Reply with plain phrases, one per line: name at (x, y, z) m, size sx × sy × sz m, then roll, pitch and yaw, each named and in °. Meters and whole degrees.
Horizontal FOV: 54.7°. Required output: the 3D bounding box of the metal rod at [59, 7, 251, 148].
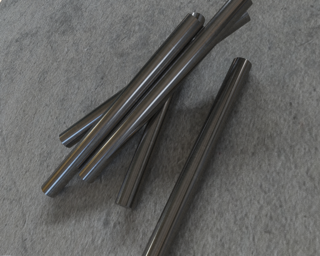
metal rod at (-0.015, -0.063, 0.419) m, size 0.300 × 0.025 × 0.025 m, roll -34°, pitch 51°, yaw 12°

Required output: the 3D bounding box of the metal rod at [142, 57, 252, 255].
metal rod at (0.040, 0.045, 0.354) m, size 0.025 × 0.025 × 0.300 m, roll 15°, pitch 69°, yaw 34°

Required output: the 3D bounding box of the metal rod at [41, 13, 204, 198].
metal rod at (-0.055, -0.022, 0.403) m, size 0.299 × 0.025 × 0.025 m, roll -48°, pitch 51°, yaw 10°

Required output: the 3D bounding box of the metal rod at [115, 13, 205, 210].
metal rod at (0.008, -0.037, 0.421) m, size 0.025 × 0.025 × 0.300 m, roll 7°, pitch 65°, yaw 31°

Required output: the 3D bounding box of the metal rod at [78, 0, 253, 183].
metal rod at (0.000, -0.044, 0.389) m, size 0.299 × 0.025 × 0.025 m, roll -48°, pitch 51°, yaw 10°
